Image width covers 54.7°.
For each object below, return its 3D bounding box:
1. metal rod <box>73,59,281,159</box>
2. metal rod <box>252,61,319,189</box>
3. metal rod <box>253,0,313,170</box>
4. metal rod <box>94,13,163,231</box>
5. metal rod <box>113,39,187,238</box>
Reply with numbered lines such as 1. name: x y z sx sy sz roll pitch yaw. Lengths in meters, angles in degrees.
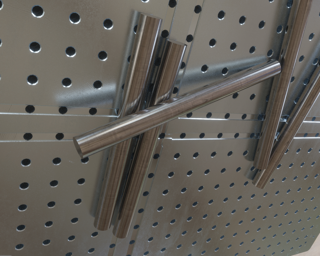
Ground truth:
1. metal rod: 0.040 -0.034 0.386 0.302 0.025 0.025 -23 128 -25
2. metal rod: 0.237 -0.023 0.529 0.025 0.025 0.298 9 114 -33
3. metal rod: 0.185 -0.061 0.476 0.025 0.025 0.298 -12 124 -23
4. metal rod: -0.047 0.010 0.393 0.025 0.025 0.298 2 118 -30
5. metal rod: -0.021 0.031 0.420 0.025 0.025 0.298 3 117 -30
